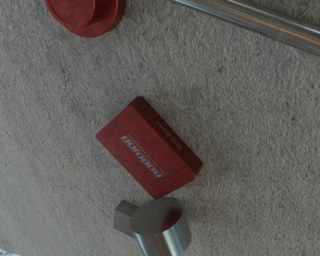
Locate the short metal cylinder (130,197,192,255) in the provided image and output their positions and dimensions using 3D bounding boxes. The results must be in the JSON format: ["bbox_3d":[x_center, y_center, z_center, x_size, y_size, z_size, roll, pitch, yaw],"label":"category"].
[{"bbox_3d":[0.002,0.149,0.461,0.080,0.080,0.050,-5,116,30],"label":"short metal cylinder"}]

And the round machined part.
[{"bbox_3d":[-0.091,-0.151,0.349,0.098,0.042,0.097,13,124,20],"label":"round machined part"}]

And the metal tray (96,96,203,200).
[{"bbox_3d":[-0.016,0.031,0.430,0.130,0.030,0.090,48,129,-6],"label":"metal tray"}]

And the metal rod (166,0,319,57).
[{"bbox_3d":[0.108,-0.096,0.289,0.301,0.025,0.025,25,127,12],"label":"metal rod"}]

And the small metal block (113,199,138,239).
[{"bbox_3d":[-0.051,0.157,0.529,0.050,0.025,0.050,20,126,15],"label":"small metal block"}]
